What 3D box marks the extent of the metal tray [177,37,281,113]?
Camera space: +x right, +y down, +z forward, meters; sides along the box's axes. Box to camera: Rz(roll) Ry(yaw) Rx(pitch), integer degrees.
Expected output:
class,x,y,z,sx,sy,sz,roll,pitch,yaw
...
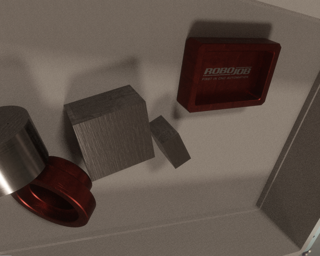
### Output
class,x,y,z,sx,sy,sz,roll,pitch,yaw
metal tray,0.092,-0.072,0.413,0.131,0.030,0.089,-7,122,-25

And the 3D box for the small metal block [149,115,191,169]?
class,x,y,z,sx,sy,sz,roll,pitch,yaw
small metal block,0.011,0.018,0.411,0.025,0.050,0.050,-34,129,-7

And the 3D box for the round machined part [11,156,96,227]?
class,x,y,z,sx,sy,sz,roll,pitch,yaw
round machined part,-0.118,0.069,0.355,0.098,0.042,0.097,13,138,12

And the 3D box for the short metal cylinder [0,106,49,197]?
class,x,y,z,sx,sy,sz,roll,pitch,yaw
short metal cylinder,-0.158,0.021,0.300,0.081,0.080,0.050,-23,127,-15

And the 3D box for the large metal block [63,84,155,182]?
class,x,y,z,sx,sy,sz,roll,pitch,yaw
large metal block,-0.058,0.005,0.365,0.081,0.050,0.079,-20,127,-17
